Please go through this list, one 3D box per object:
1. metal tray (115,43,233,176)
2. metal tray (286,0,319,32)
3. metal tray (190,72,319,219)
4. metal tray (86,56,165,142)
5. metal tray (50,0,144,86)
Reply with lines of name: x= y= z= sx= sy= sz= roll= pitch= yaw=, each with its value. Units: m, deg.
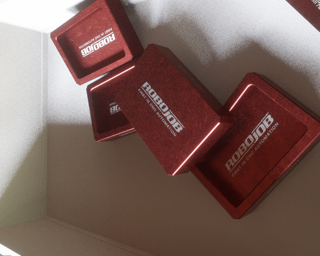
metal tray: x=0.010 y=-0.023 z=0.356 sx=0.130 sy=0.030 sz=0.090 roll=52 pitch=120 yaw=27
metal tray: x=0.105 y=-0.133 z=0.252 sx=0.030 sy=0.131 sz=0.090 roll=-40 pitch=66 yaw=33
metal tray: x=0.094 y=0.019 z=0.325 sx=0.090 sy=0.030 sz=0.129 roll=48 pitch=118 yaw=29
metal tray: x=-0.049 y=-0.038 z=0.443 sx=0.130 sy=0.030 sz=0.090 roll=-19 pitch=78 yaw=38
metal tray: x=-0.095 y=-0.125 z=0.457 sx=0.130 sy=0.030 sz=0.090 roll=-15 pitch=109 yaw=39
